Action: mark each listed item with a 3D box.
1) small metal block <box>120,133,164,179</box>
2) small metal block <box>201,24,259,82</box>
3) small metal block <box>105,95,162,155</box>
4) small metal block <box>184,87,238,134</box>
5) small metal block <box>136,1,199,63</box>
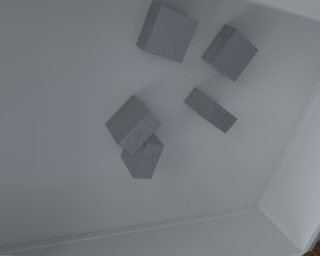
[{"bbox_3d":[-0.024,0.030,0.398,0.025,0.050,0.050,8,115,-32],"label":"small metal block"},{"bbox_3d":[0.090,-0.095,0.398,0.050,0.025,0.050,27,104,-37],"label":"small metal block"},{"bbox_3d":[-0.033,-0.005,0.371,0.050,0.050,0.025,-46,129,4],"label":"small metal block"},{"bbox_3d":[0.067,-0.024,0.414,0.050,0.050,0.025,30,102,-38],"label":"small metal block"},{"bbox_3d":[0.008,-0.106,0.347,0.050,0.025,0.050,10,113,-33],"label":"small metal block"}]
